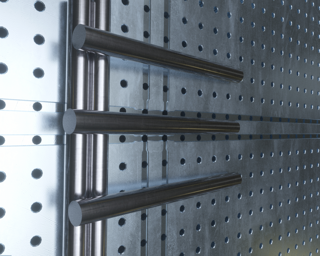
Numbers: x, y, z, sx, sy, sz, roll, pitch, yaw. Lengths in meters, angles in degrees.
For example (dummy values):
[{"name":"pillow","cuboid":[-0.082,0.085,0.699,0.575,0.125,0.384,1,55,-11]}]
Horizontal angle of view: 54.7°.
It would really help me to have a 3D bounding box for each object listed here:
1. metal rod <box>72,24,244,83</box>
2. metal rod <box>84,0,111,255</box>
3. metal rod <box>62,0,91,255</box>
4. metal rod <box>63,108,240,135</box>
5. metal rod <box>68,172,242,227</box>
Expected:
[{"name":"metal rod","cuboid":[0.025,-0.089,0.413,0.302,0.025,0.025,1,90,-46]},{"name":"metal rod","cuboid":[-0.071,0.001,0.351,0.025,0.025,0.298,1,89,-40]},{"name":"metal rod","cuboid":[-0.090,0.009,0.334,0.025,0.025,0.298,1,89,-40]},{"name":"metal rod","cuboid":[0.018,-0.004,0.406,0.302,0.025,0.025,2,89,-46]},{"name":"metal rod","cuboid":[0.022,0.085,0.411,0.302,0.025,0.025,1,90,-46]}]
